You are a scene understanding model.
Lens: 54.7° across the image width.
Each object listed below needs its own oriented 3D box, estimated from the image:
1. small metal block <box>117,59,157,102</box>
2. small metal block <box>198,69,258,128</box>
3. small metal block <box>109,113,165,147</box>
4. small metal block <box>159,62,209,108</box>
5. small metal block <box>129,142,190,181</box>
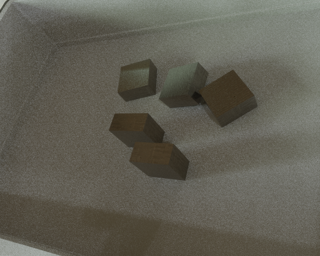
[{"bbox_3d":[-0.033,-0.072,0.468,0.050,0.025,0.050,-11,57,22],"label":"small metal block"},{"bbox_3d":[0.084,-0.037,0.384,0.050,0.025,0.050,-31,52,7],"label":"small metal block"},{"bbox_3d":[-0.029,0.004,0.402,0.050,0.050,0.025,1,62,28],"label":"small metal block"},{"bbox_3d":[0.032,-0.056,0.416,0.050,0.025,0.050,-4,58,44],"label":"small metal block"},{"bbox_3d":[0.001,0.039,0.365,0.050,0.050,0.025,1,63,29],"label":"small metal block"}]
